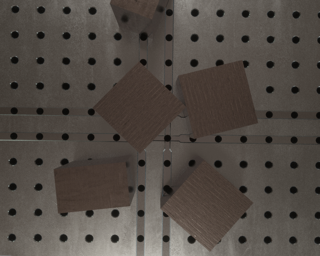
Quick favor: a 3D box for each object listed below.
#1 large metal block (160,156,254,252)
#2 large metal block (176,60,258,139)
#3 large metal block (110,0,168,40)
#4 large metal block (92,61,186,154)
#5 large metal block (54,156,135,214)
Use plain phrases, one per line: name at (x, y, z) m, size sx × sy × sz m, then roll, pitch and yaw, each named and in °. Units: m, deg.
large metal block at (0.057, 0.095, 0.402) m, size 0.080 × 0.050 × 0.080 m, roll 41°, pitch 90°, yaw -1°
large metal block at (0.071, -0.035, 0.402) m, size 0.080 × 0.050 × 0.080 m, roll -14°, pitch 90°, yaw -1°
large metal block at (-0.018, -0.167, 0.386) m, size 0.050 × 0.080 × 0.080 m, roll 21°, pitch 90°, yaw -1°
large metal block at (-0.025, -0.025, 0.401) m, size 0.080 × 0.050 × 0.080 m, roll 44°, pitch 90°, yaw 0°
large metal block at (-0.076, 0.066, 0.385) m, size 0.081 × 0.080 × 0.050 m, roll -6°, pitch 90°, yaw -1°
